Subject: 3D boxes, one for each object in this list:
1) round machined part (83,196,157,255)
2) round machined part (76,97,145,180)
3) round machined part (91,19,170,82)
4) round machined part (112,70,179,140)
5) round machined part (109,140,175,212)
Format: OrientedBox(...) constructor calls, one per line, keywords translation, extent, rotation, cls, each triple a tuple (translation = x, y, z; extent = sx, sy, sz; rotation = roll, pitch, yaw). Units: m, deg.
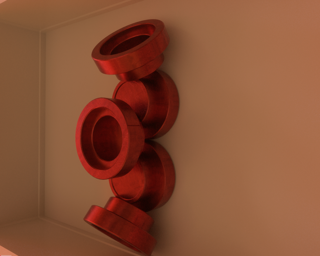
OrientedBox(translation=(-0.047, 0.125, 0.407), extent=(0.098, 0.098, 0.042), rotation=(8, 58, 39), cls="round machined part")
OrientedBox(translation=(-0.058, 0.012, 0.383), extent=(0.098, 0.042, 0.097), rotation=(0, 90, 39), cls="round machined part")
OrientedBox(translation=(-0.033, -0.095, 0.395), extent=(0.098, 0.098, 0.042), rotation=(9, 138, 39), cls="round machined part")
OrientedBox(translation=(-0.027, -0.033, 0.413), extent=(0.098, 0.042, 0.097), rotation=(0, 90, 39), cls="round machined part")
OrientedBox(translation=(-0.031, 0.065, 0.417), extent=(0.098, 0.042, 0.097), rotation=(0, 90, 39), cls="round machined part")
